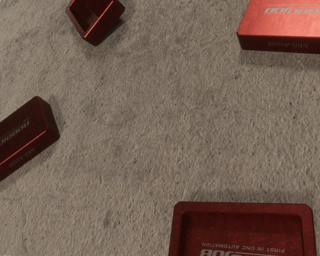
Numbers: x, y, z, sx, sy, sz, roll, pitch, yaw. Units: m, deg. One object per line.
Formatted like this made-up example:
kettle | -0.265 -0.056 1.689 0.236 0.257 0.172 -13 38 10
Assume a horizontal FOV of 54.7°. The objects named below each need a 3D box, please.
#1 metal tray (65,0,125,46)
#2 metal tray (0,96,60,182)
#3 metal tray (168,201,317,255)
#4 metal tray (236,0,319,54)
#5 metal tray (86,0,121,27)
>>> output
metal tray | -0.127 -0.225 0.588 0.090 0.030 0.130 -47 50 15
metal tray | -0.234 0.017 0.511 0.130 0.030 0.090 -35 51 4
metal tray | 0.074 0.118 0.289 0.130 0.030 0.090 -5 59 25
metal tray | 0.176 -0.141 0.395 0.130 0.030 0.090 13 68 33
metal tray | -0.125 -0.251 0.577 0.030 0.090 0.130 -33 51 4
